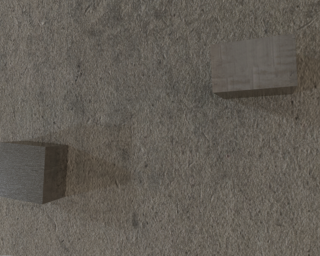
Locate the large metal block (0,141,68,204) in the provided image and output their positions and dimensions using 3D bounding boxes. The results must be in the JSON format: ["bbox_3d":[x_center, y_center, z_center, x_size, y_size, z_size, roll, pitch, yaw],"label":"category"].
[{"bbox_3d":[-0.189,0.063,0.462,0.080,0.050,0.079,4,91,20],"label":"large metal block"}]

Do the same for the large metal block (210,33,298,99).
[{"bbox_3d":[0.104,-0.063,0.343,0.080,0.080,0.050,-3,89,20],"label":"large metal block"}]
